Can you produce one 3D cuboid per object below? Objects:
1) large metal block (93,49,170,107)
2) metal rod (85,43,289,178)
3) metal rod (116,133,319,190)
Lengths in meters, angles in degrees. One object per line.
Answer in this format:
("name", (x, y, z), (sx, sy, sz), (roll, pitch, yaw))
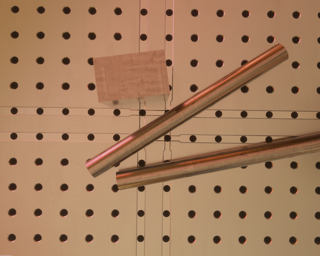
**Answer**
("large metal block", (-0.032, -0.058, 0.385), (0.081, 0.080, 0.050), (-7, 90, 0))
("metal rod", (0.036, -0.023, 0.413), (0.301, 0.025, 0.025), (-32, 90, -1))
("metal rod", (0.092, 0.043, 0.414), (0.302, 0.025, 0.025), (-11, 90, -1))
